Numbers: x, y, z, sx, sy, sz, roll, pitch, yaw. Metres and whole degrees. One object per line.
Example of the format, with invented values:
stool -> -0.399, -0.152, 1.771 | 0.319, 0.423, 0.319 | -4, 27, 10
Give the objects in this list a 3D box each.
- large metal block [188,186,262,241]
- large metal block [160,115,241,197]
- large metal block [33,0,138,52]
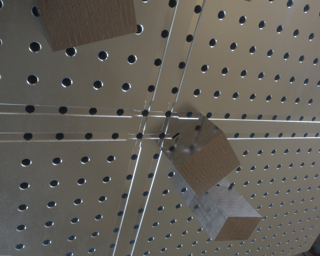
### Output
large metal block -> 0.109, 0.142, 0.526 | 0.081, 0.080, 0.050 | 12, 112, -34
large metal block -> 0.061, 0.042, 0.457 | 0.080, 0.050, 0.080 | -38, 130, -3
large metal block -> -0.072, -0.124, 0.280 | 0.081, 0.050, 0.079 | -19, 126, -18
